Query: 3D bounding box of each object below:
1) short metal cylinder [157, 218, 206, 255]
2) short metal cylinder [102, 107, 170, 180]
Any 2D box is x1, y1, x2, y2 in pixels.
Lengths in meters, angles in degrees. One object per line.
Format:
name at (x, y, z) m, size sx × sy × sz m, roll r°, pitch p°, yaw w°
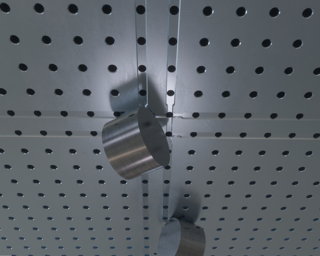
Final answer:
short metal cylinder at (0.037, 0.207, 0.552) m, size 0.050 × 0.080 × 0.080 m, roll 24°, pitch 126°, yaw -19°
short metal cylinder at (-0.028, 0.019, 0.392) m, size 0.050 × 0.080 × 0.080 m, roll -23°, pitch 127°, yaw 18°
